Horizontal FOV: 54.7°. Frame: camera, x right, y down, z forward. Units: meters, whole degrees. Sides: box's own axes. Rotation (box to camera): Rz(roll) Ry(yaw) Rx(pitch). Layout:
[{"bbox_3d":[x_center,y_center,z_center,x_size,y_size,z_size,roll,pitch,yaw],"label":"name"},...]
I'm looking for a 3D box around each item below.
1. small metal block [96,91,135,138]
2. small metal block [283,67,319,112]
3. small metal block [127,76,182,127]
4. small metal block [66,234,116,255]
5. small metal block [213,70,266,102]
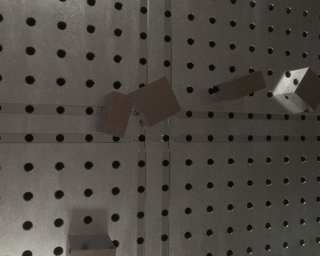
[{"bbox_3d":[-0.056,-0.016,0.379,0.025,0.050,0.050,17,84,-20],"label":"small metal block"},{"bbox_3d":[0.236,-0.061,0.502,0.050,0.025,0.050,37,78,-17],"label":"small metal block"},{"bbox_3d":[-0.007,-0.034,0.411,0.050,0.025,0.050,-28,100,-18],"label":"small metal block"},{"bbox_3d":[-0.083,0.148,0.369,0.050,0.050,0.025,6,88,-20],"label":"small metal block"},{"bbox_3d":[0.113,-0.059,0.442,0.050,0.050,0.025,-22,98,-19],"label":"small metal block"}]
